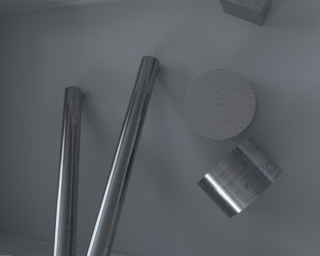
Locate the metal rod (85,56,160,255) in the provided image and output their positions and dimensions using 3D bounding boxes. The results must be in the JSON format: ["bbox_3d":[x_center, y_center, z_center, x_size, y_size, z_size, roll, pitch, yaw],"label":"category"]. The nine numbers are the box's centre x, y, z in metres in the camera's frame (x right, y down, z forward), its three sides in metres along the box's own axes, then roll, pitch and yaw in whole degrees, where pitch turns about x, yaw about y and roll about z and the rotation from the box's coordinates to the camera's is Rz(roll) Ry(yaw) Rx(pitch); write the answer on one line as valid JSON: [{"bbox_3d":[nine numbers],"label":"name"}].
[{"bbox_3d":[-0.045,0.046,0.362,0.025,0.025,0.299,5,67,19],"label":"metal rod"}]

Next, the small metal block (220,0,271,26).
[{"bbox_3d":[0.100,-0.147,0.362,0.050,0.050,0.025,28,99,17],"label":"small metal block"}]

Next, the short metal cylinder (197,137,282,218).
[{"bbox_3d":[0.089,0.055,0.350,0.080,0.080,0.050,-46,76,14],"label":"short metal cylinder"}]

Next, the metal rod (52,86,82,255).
[{"bbox_3d":[-0.113,0.074,0.380,0.025,0.025,0.299,-18,57,19],"label":"metal rod"}]

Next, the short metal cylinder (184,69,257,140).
[{"bbox_3d":[0.074,-0.027,0.371,0.080,0.050,0.079,0,90,19],"label":"short metal cylinder"}]
